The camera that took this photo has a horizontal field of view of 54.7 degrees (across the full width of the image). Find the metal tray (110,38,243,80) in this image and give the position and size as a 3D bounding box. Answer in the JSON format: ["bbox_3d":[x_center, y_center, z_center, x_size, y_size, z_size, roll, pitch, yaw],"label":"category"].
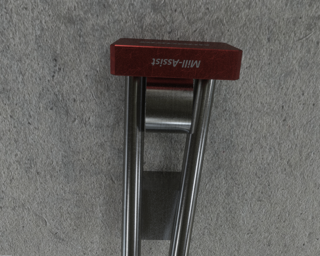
[{"bbox_3d":[0.016,-0.079,0.347,0.131,0.090,0.030,2,110,-1],"label":"metal tray"}]

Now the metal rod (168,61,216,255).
[{"bbox_3d":[0.038,0.063,0.385,0.025,0.025,0.298,8,95,-3],"label":"metal rod"}]

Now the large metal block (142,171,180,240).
[{"bbox_3d":[0.002,0.108,0.435,0.081,0.050,0.079,2,110,-1],"label":"large metal block"}]

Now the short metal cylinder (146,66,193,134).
[{"bbox_3d":[0.009,-0.033,0.370,0.050,0.080,0.079,2,110,-2],"label":"short metal cylinder"}]

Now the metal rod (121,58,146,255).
[{"bbox_3d":[-0.033,0.060,0.384,0.025,0.025,0.298,2,95,-1],"label":"metal rod"}]
